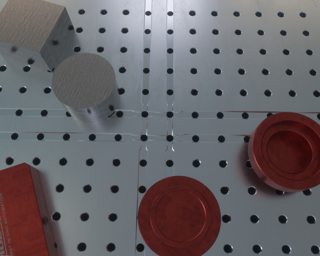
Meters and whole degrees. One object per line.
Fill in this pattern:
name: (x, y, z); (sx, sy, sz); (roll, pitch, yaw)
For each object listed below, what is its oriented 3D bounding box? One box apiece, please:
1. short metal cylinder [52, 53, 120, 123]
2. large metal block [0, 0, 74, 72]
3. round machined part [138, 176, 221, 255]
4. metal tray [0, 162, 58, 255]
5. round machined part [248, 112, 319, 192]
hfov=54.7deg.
short metal cylinder: (-0.097, -0.053, 0.417); (0.081, 0.050, 0.080); (0, 70, 0)
large metal block: (-0.184, -0.138, 0.447); (0.080, 0.050, 0.080); (18, 71, 6)
round machined part: (0.023, 0.104, 0.365); (0.099, 0.042, 0.098); (0, 70, 0)
metal tray: (-0.181, 0.117, 0.365); (0.091, 0.030, 0.130); (-19, 71, -7)
round machined part: (0.160, 0.032, 0.392); (0.099, 0.042, 0.098); (0, 70, 0)
